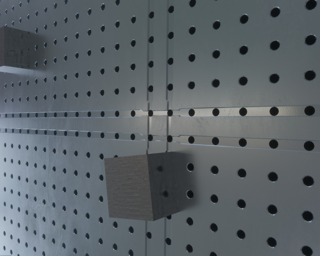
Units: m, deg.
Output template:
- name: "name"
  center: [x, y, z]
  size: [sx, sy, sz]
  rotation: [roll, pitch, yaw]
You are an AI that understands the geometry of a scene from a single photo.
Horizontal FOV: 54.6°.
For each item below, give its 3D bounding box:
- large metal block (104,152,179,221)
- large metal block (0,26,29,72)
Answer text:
- name: "large metal block"
  center: [-0.026, 0.076, 0.416]
  size: [0.080, 0.050, 0.080]
  rotation: [-10, 84, 39]
- name: "large metal block"
  center: [-0.327, -0.165, 0.665]
  size: [0.080, 0.050, 0.080]
  rotation: [1, 91, 40]
